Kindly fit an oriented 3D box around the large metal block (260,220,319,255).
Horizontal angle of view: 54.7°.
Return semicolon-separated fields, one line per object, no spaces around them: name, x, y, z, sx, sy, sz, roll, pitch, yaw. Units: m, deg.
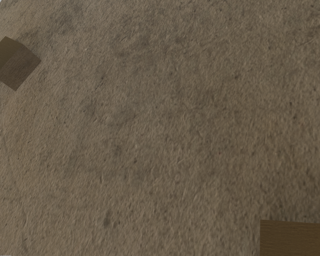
large metal block;0.125;0.122;0.247;0.080;0.050;0.080;-4;60;26

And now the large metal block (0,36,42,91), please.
large metal block;-0.301;-0.130;0.622;0.080;0.050;0.080;27;77;37
